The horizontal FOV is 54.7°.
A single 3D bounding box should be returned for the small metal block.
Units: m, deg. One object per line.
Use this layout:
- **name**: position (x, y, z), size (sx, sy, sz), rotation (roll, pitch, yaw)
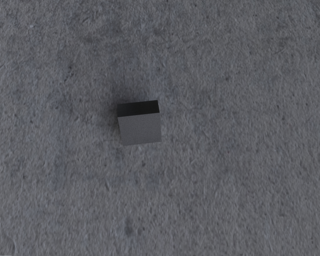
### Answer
- **small metal block**: position (-0.025, -0.006, 0.394), size (0.050, 0.050, 0.025), rotation (-6, 43, -3)
